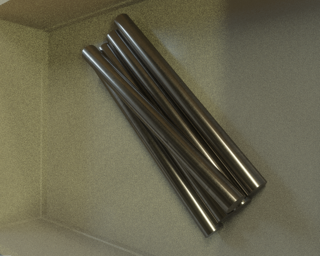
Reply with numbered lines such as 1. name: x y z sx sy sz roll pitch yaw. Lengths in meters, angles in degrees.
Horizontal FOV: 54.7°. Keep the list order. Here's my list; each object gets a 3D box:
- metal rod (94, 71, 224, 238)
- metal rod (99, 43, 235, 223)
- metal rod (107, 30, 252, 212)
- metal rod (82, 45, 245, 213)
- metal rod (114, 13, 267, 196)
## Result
1. metal rod: -0.016 0.009 0.419 0.025 0.025 0.300 -50 61 28
2. metal rod: -0.004 -0.011 0.409 0.025 0.025 0.300 -50 61 28
3. metal rod: 0.010 -0.027 0.397 0.025 0.025 0.300 -50 61 28
4. metal rod: -0.014 -0.018 0.383 0.300 0.025 0.025 46 118 30
5. metal rod: 0.023 -0.046 0.387 0.025 0.025 0.300 -50 61 28
